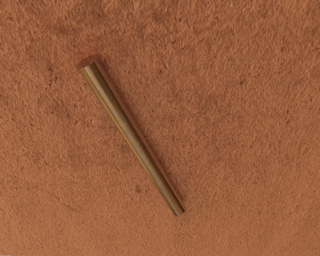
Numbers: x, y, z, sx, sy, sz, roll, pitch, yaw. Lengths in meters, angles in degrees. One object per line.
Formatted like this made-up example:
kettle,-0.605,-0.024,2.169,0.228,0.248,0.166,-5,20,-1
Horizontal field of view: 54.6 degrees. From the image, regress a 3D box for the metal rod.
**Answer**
metal rod,-0.025,0.032,0.433,0.025,0.025,0.299,-17,128,14
